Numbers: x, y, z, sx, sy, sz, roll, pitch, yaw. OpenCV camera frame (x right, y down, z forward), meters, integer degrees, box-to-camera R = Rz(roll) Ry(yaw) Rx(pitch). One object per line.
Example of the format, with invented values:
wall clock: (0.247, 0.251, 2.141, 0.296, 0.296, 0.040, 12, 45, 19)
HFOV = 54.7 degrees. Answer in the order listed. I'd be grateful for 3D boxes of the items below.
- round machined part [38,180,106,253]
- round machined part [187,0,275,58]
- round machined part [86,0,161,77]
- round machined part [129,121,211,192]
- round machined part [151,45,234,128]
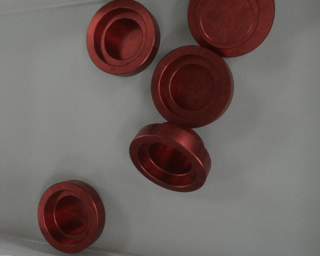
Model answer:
round machined part: (-0.121, 0.122, 0.443, 0.098, 0.042, 0.097, 0, 90, 19)
round machined part: (0.079, -0.128, 0.353, 0.098, 0.042, 0.097, 9, 120, 17)
round machined part: (-0.045, -0.117, 0.416, 0.098, 0.042, 0.097, 0, 90, 19)
round machined part: (0.015, 0.031, 0.378, 0.098, 0.042, 0.097, 17, 138, 17)
round machined part: (0.042, -0.050, 0.383, 0.098, 0.042, 0.097, 2, 95, 21)
